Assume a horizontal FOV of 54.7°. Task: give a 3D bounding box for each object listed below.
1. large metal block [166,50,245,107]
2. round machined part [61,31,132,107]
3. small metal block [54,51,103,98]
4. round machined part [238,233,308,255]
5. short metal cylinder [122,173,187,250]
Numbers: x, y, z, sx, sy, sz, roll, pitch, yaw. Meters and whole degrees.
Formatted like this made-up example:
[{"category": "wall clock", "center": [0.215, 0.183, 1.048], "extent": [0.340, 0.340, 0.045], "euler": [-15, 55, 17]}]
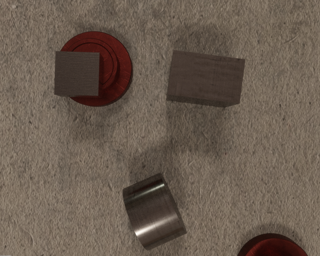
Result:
[{"category": "large metal block", "center": [0.052, -0.057, 0.383], "extent": [0.081, 0.080, 0.050], "euler": [7, 90, -1]}, {"category": "round machined part", "center": [-0.086, -0.077, 0.400], "extent": [0.099, 0.042, 0.097], "euler": [0, 90, -1]}, {"category": "small metal block", "center": [-0.095, -0.062, 0.367], "extent": [0.050, 0.025, 0.050], "euler": [2, 90, -1]}, {"category": "round machined part", "center": [0.152, 0.193, 0.404], "extent": [0.099, 0.042, 0.097], "euler": [0, 90, -1]}, {"category": "short metal cylinder", "center": [-0.006, 0.102, 0.383], "extent": [0.050, 0.080, 0.080], "euler": [-24, 90, 0]}]
